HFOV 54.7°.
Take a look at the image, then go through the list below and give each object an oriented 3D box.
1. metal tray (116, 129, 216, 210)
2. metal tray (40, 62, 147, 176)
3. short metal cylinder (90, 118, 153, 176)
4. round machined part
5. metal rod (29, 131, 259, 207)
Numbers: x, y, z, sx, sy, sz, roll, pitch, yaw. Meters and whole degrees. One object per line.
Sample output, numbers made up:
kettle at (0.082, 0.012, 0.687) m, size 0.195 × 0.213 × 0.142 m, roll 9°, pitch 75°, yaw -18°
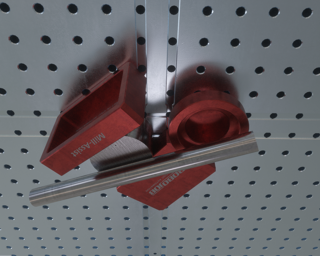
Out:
metal tray at (0.007, 0.068, 0.466) m, size 0.090 × 0.030 × 0.129 m, roll 31°, pitch 124°, yaw -24°
metal tray at (-0.075, -0.011, 0.358) m, size 0.130 × 0.090 × 0.030 m, roll -32°, pitch 123°, yaw 24°
short metal cylinder at (-0.050, 0.023, 0.415) m, size 0.081 × 0.050 × 0.079 m, roll 0°, pitch 130°, yaw 0°
round machined part at (0.059, -0.008, 0.395) m, size 0.099 × 0.042 × 0.097 m, roll 0°, pitch 130°, yaw 0°
metal rod at (-0.030, 0.055, 0.392) m, size 0.301 × 0.025 × 0.025 m, roll -16°, pitch 129°, yaw 13°
